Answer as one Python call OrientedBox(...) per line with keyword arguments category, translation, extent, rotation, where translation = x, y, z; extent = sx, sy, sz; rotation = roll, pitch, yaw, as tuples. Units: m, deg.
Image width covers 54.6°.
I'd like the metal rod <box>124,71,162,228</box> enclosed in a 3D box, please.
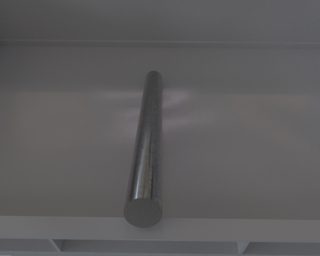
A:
OrientedBox(category="metal rod", translation=(-0.010, -0.010, 0.335), extent=(0.025, 0.025, 0.300), rotation=(0, 26, 0))
